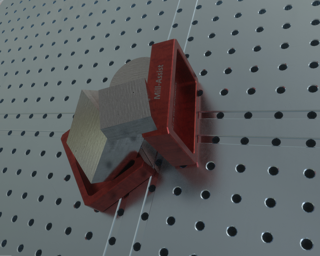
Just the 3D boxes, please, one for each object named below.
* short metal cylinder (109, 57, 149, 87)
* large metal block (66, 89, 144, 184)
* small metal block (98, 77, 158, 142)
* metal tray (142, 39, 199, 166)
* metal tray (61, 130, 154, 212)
[{"bbox_3d":[-0.023,-0.052,0.435,0.080,0.050,0.080,-13,56,20],"label":"short metal cylinder"},{"bbox_3d":[-0.068,0.009,0.381,0.080,0.050,0.079,46,124,38],"label":"large metal block"},{"bbox_3d":[-0.033,-0.019,0.315,0.050,0.025,0.050,-15,55,6],"label":"small metal block"},{"bbox_3d":[0.017,-0.030,0.374,0.030,0.090,0.130,-9,58,23],"label":"metal tray"},{"bbox_3d":[-0.076,0.034,0.420,0.090,0.030,0.130,-37,51,3],"label":"metal tray"}]
